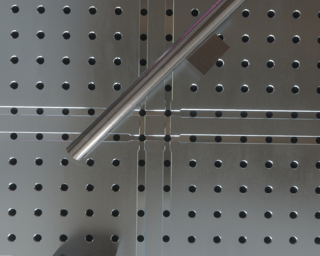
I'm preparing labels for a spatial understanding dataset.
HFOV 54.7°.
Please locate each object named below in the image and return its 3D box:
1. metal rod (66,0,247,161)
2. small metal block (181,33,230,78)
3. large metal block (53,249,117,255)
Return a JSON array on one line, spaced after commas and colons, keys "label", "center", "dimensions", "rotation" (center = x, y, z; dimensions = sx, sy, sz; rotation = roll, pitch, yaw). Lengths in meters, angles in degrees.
[{"label": "metal rod", "center": [-0.006, -0.068, 0.394], "dimensions": [0.300, 0.025, 0.025], "rotation": [-43, 91, 7]}, {"label": "small metal block", "center": [0.056, -0.103, 0.414], "dimensions": [0.050, 0.025, 0.050], "rotation": [42, 90, -1]}, {"label": "large metal block", "center": [-0.100, 0.192, 0.385], "dimensions": [0.081, 0.080, 0.050], "rotation": [3, 90, -1]}]
